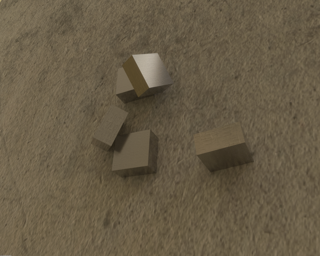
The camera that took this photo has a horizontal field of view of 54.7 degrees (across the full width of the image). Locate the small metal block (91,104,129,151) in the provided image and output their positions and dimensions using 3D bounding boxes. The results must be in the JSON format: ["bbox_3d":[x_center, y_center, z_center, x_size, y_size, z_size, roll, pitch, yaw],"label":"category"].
[{"bbox_3d":[-0.069,0.001,0.420,0.025,0.050,0.050,28,72,-9],"label":"small metal block"}]

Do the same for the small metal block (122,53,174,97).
[{"bbox_3d":[-0.016,-0.074,0.425,0.025,0.050,0.050,-35,79,43],"label":"small metal block"}]

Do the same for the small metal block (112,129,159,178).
[{"bbox_3d":[-0.031,0.033,0.398,0.050,0.025,0.050,-11,57,22],"label":"small metal block"}]

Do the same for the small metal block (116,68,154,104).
[{"bbox_3d":[-0.036,-0.069,0.464,0.050,0.025,0.050,-13,56,20],"label":"small metal block"}]

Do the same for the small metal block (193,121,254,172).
[{"bbox_3d":[0.070,0.022,0.337,0.050,0.050,0.025,-17,55,18],"label":"small metal block"}]
